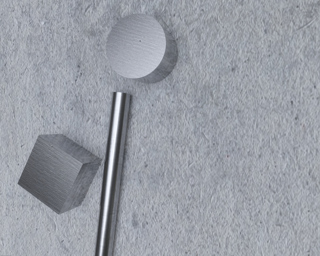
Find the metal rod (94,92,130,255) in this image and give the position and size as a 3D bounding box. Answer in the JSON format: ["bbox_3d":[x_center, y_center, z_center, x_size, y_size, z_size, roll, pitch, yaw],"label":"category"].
[{"bbox_3d":[-0.071,0.100,0.433,0.025,0.025,0.298,8,93,20],"label":"metal rod"}]

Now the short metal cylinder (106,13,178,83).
[{"bbox_3d":[-0.022,-0.101,0.404,0.080,0.050,0.080,0,90,20],"label":"short metal cylinder"}]

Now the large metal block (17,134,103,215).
[{"bbox_3d":[-0.143,0.063,0.446,0.080,0.050,0.080,30,100,17],"label":"large metal block"}]
